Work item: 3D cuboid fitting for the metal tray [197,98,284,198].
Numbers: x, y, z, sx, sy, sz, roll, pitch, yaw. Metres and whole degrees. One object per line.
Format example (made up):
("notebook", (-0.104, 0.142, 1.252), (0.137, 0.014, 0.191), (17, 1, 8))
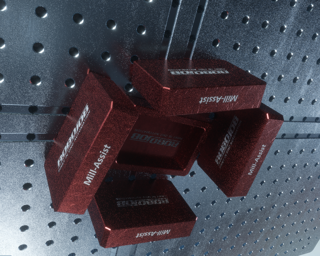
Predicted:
("metal tray", (0.107, 0.021, 0.439), (0.030, 0.090, 0.129), (4, 116, -31))

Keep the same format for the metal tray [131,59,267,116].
("metal tray", (0.043, -0.051, 0.360), (0.131, 0.090, 0.030), (-6, 121, -25))

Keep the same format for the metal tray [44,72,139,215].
("metal tray", (-0.080, 0.015, 0.334), (0.030, 0.090, 0.129), (20, 108, -35))

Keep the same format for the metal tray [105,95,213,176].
("metal tray", (-0.002, 0.015, 0.414), (0.131, 0.030, 0.089), (12, 112, -34))

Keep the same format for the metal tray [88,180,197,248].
("metal tray", (-0.027, 0.111, 0.423), (0.131, 0.090, 0.030), (4, 117, -30))
